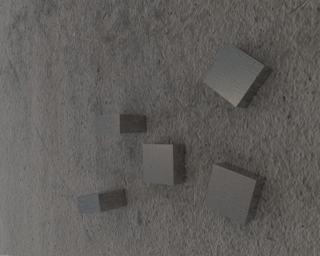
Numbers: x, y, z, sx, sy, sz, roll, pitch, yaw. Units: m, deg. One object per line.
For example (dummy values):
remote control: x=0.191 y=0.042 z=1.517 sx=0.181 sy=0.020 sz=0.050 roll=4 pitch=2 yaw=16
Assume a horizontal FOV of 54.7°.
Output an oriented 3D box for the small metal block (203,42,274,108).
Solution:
small metal block: x=0.084 y=-0.057 z=0.336 sx=0.050 sy=0.025 sz=0.050 roll=45 pitch=117 yaw=30

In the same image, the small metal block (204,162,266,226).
small metal block: x=0.081 y=0.070 z=0.338 sx=0.050 sy=0.025 sz=0.050 roll=19 pitch=102 yaw=38

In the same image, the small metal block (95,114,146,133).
small metal block: x=-0.055 y=-0.005 z=0.434 sx=0.050 sy=0.050 sz=0.025 roll=-1 pitch=89 yaw=40

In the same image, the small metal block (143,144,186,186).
small metal block: x=0.005 y=0.045 z=0.401 sx=0.050 sy=0.025 sz=0.050 roll=-2 pitch=89 yaw=40

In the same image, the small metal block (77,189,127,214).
small metal block: x=-0.086 y=0.109 z=0.460 sx=0.050 sy=0.050 sz=0.025 roll=-16 pitch=80 yaw=39
